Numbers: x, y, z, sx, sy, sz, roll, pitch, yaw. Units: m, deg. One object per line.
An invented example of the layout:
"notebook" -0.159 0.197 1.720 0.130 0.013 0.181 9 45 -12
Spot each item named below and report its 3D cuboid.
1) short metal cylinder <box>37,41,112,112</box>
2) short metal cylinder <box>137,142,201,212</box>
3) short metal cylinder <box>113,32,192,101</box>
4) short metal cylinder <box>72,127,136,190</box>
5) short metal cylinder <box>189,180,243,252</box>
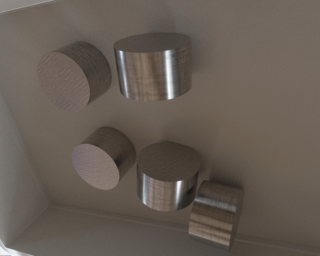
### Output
"short metal cylinder" -0.111 -0.068 0.407 0.080 0.050 0.079 13 124 20
"short metal cylinder" 0.010 0.062 0.405 0.080 0.080 0.050 16 125 19
"short metal cylinder" -0.006 -0.068 0.333 0.080 0.080 0.050 9 122 23
"short metal cylinder" -0.083 0.045 0.462 0.080 0.050 0.079 13 124 20
"short metal cylinder" 0.075 0.112 0.402 0.050 0.080 0.079 11 123 22
